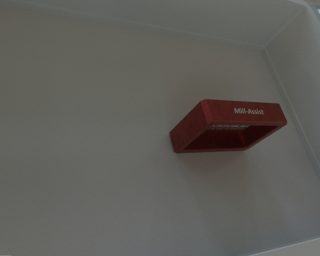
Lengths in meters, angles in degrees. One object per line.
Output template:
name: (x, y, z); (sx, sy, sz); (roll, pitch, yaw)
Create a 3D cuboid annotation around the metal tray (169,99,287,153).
metal tray: (0.090, 0.000, 0.414); (0.131, 0.090, 0.030); (0, 62, -29)
